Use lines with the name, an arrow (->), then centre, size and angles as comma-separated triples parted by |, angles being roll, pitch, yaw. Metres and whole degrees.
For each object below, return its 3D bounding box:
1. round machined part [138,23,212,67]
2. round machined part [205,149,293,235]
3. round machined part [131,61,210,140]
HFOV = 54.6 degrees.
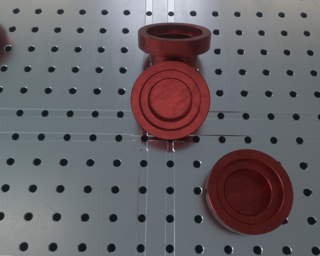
round machined part -> 0.020, -0.113, 0.427 | 0.099, 0.042, 0.098 | 1, 32, 0
round machined part -> 0.104, 0.078, 0.375 | 0.099, 0.042, 0.098 | 0, 70, 0
round machined part -> 0.014, -0.036, 0.402 | 0.099, 0.042, 0.097 | 0, 99, 1
